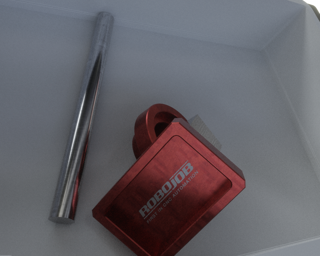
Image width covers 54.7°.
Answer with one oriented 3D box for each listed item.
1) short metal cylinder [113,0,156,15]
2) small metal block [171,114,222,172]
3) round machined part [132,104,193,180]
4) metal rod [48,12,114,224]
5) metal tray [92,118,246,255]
[{"bbox_3d":[-0.039,-0.237,0.517,0.081,0.050,0.080,14,56,-21],"label":"short metal cylinder"},{"bbox_3d":[0.043,0.019,0.362,0.050,0.025,0.050,51,32,-7],"label":"small metal block"},{"bbox_3d":[0.006,0.023,0.372,0.098,0.042,0.098,34,38,-31],"label":"round machined part"},{"bbox_3d":[-0.088,-0.036,0.381,0.025,0.025,0.300,16,55,-19],"label":"metal rod"},{"bbox_3d":[0.007,0.066,0.309,0.090,0.130,0.030,42,13,-1],"label":"metal tray"}]
